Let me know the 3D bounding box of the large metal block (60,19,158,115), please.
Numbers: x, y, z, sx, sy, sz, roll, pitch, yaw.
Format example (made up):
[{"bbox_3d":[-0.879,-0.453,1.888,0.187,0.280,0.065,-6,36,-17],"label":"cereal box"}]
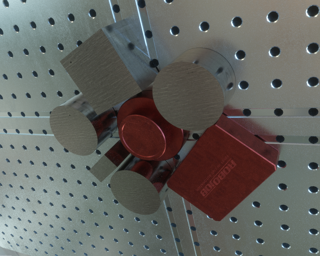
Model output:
[{"bbox_3d":[-0.061,-0.073,0.382,0.080,0.050,0.080,-23,106,36],"label":"large metal block"}]

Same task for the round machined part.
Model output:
[{"bbox_3d":[-0.015,0.004,0.410,0.098,0.042,0.097,13,124,21],"label":"round machined part"}]

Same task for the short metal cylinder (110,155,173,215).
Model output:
[{"bbox_3d":[-0.026,0.080,0.458,0.080,0.050,0.079,13,124,21],"label":"short metal cylinder"}]

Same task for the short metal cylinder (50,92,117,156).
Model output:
[{"bbox_3d":[-0.110,-0.007,0.448,0.080,0.050,0.079,13,124,21],"label":"short metal cylinder"}]

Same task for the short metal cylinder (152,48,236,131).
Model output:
[{"bbox_3d":[0.039,-0.043,0.347,0.080,0.050,0.079,13,124,21],"label":"short metal cylinder"}]

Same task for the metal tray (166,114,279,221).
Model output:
[{"bbox_3d":[0.076,0.055,0.401,0.090,0.030,0.129,35,129,5],"label":"metal tray"}]

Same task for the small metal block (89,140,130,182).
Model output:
[{"bbox_3d":[-0.071,0.047,0.460,0.025,0.050,0.050,45,129,-3],"label":"small metal block"}]
